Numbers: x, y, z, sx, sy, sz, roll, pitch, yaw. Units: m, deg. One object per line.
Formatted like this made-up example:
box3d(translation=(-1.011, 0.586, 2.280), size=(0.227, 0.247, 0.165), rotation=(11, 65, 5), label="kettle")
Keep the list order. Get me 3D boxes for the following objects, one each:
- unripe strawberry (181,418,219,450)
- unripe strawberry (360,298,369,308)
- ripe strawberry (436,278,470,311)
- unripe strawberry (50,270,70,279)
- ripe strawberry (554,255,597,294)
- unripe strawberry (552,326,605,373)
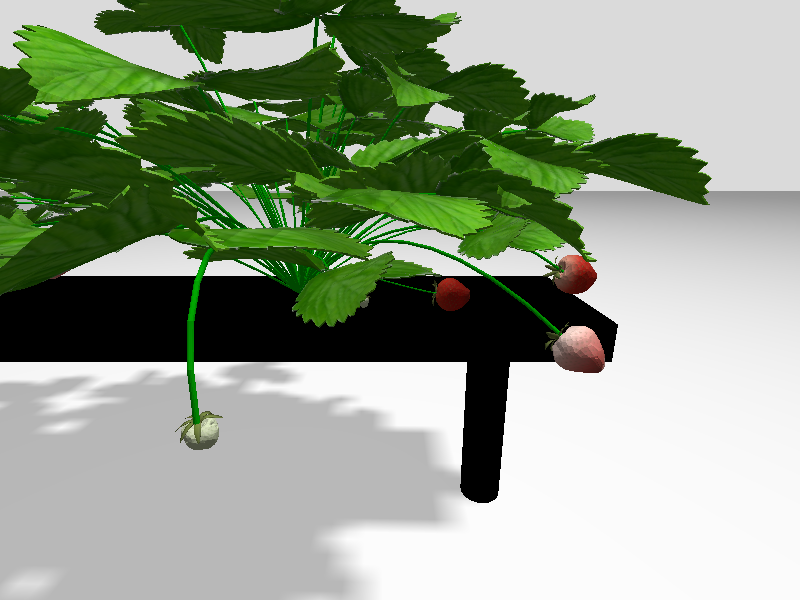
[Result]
box3d(translation=(-0.073, 0.050, 0.148), size=(0.013, 0.012, 0.012), rotation=(-1, 17, -4), label="unripe strawberry")
box3d(translation=(-0.030, 0.002, 0.330), size=(0.010, 0.010, 0.009), rotation=(10, 19, 28), label="unripe strawberry")
box3d(translation=(0.043, -0.004, 0.318), size=(0.027, 0.026, 0.025), rotation=(6, 18, 18), label="ripe strawberry")
box3d(translation=(-0.354, -0.040, 0.409), size=(0.038, 0.037, 0.042), rotation=(-4, 18, -16), label="unripe strawberry")
box3d(translation=(0.161, -0.023, 0.366), size=(0.036, 0.035, 0.034), rotation=(12, 16, -5), label="ripe strawberry")
box3d(translation=(0.097, 0.028, 0.214), size=(0.027, 0.026, 0.024), rotation=(39, 35, 25), label="unripe strawberry")
